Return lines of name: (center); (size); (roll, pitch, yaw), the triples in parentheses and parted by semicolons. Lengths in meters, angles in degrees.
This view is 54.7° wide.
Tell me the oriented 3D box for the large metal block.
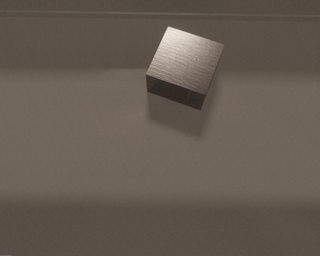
large metal block: (0.034, -0.081, 0.427); (0.080, 0.050, 0.080); (20, 71, 7)
